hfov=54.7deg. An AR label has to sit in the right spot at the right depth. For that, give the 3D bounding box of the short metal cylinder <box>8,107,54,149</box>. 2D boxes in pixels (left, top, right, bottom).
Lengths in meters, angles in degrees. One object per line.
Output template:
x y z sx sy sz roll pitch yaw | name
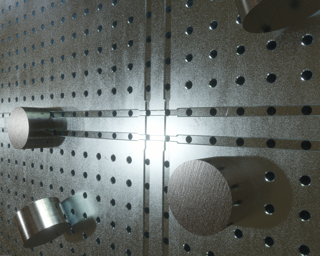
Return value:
-0.248 0.000 0.594 0.080 0.050 0.079 0 90 39 | short metal cylinder

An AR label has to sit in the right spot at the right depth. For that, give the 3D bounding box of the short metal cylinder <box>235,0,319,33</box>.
0.109 -0.130 0.283 0.080 0.081 0.050 -21 77 38 | short metal cylinder

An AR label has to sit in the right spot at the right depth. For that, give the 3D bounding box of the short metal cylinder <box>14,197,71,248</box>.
-0.204 0.164 0.538 0.080 0.081 0.050 -48 62 29 | short metal cylinder

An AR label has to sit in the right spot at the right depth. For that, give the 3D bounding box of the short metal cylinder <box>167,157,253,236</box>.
0.056 0.073 0.346 0.080 0.050 0.079 0 90 39 | short metal cylinder
